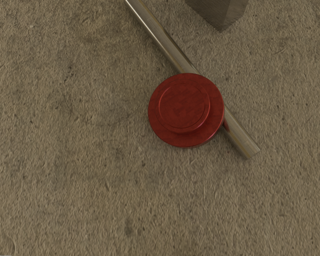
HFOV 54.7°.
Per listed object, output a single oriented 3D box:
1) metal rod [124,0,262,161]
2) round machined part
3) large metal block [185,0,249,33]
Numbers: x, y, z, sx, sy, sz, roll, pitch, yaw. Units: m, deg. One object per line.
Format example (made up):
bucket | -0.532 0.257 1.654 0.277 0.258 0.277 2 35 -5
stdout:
metal rod | 0.037 -0.083 0.438 0.025 0.025 0.299 -32 73 -11
round machined part | 0.031 -0.024 0.394 0.098 0.042 0.097 -2 80 14
large metal block | 0.085 -0.202 0.454 0.050 0.080 0.080 -40 75 -13
